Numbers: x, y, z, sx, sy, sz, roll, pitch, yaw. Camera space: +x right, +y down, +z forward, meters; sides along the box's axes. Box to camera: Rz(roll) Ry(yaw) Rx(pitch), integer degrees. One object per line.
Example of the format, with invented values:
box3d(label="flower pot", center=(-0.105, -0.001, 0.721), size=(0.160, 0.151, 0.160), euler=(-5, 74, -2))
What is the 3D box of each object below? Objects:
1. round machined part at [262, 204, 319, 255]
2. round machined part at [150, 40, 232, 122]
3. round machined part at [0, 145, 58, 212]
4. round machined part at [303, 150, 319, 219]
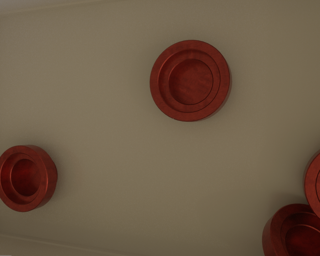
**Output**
box3d(label="round machined part", center=(0.155, 0.134, 0.327), size=(0.098, 0.099, 0.042), euler=(34, 138, 17))
box3d(label="round machined part", center=(0.040, -0.056, 0.387), size=(0.098, 0.042, 0.097), euler=(0, 90, 20))
box3d(label="round machined part", center=(-0.197, 0.074, 0.471), size=(0.098, 0.042, 0.097), euler=(0, 90, 20))
box3d(label="round machined part", center=(0.205, 0.060, 0.329), size=(0.098, 0.042, 0.097), euler=(0, 90, 19))
